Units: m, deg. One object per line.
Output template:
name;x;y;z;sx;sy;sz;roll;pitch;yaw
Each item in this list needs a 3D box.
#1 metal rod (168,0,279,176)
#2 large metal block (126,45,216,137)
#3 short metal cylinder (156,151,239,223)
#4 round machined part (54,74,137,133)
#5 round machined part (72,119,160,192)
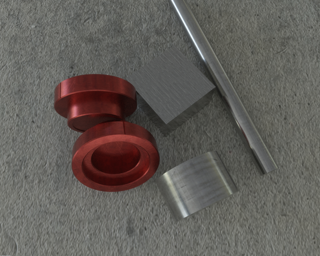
metal rod;0.081;-0.075;0.435;0.025;0.025;0.299;-21;71;-8
large metal block;0.013;-0.049;0.413;0.080;0.050;0.080;-37;74;-13
short metal cylinder;0.042;0.067;0.355;0.080;0.080;0.050;-24;72;-8
round machined part;-0.077;-0.023;0.377;0.099;0.098;0.042;-5;70;-2
round machined part;-0.052;0.028;0.365;0.099;0.097;0.042;-11;43;-4
